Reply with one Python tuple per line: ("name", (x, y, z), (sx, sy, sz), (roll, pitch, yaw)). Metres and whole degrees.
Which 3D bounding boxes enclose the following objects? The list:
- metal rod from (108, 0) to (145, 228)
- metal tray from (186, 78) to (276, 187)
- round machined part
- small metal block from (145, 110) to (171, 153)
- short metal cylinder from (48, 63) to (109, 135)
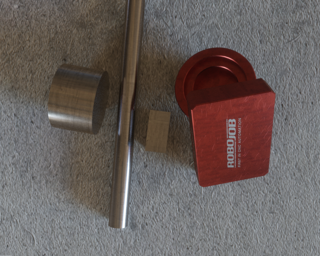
("metal rod", (-0.044, -0.020, 0.409), (0.025, 0.025, 0.298), (5, 90, 0))
("metal tray", (0.084, 0.010, 0.372), (0.091, 0.030, 0.129), (-11, 128, 0))
("round machined part", (0.072, -0.048, 0.392), (0.098, 0.042, 0.097), (-3, 81, 17))
("small metal block", (-0.003, 0.004, 0.398), (0.025, 0.050, 0.050), (7, 90, 0))
("short metal cylinder", (-0.097, -0.035, 0.382), (0.050, 0.080, 0.080), (11, 90, 0))
